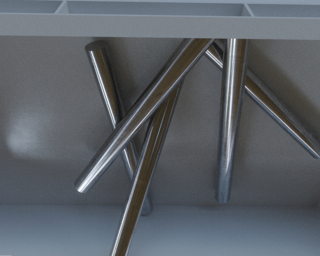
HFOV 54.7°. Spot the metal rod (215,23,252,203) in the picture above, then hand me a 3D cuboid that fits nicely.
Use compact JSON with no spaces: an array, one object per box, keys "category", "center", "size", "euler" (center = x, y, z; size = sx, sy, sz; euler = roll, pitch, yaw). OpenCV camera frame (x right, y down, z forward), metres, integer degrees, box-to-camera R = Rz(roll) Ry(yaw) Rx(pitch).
[{"category":"metal rod","center":[0.087,0.010,0.397],"size":[0.025,0.025,0.298],"euler":[-4,137,3]}]

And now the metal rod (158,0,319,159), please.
[{"category":"metal rod","center":[0.116,-0.045,0.371],"size":[0.301,0.025,0.025],"euler":[35,122,-27]}]

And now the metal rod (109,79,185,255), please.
[{"category":"metal rod","center":[-0.025,0.071,0.399],"size":[0.025,0.025,0.298],"euler":[14,107,-12]}]

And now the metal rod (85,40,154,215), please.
[{"category":"metal rod","center":[-0.046,0.024,0.428],"size":[0.025,0.025,0.298],"euler":[-7,130,5]}]

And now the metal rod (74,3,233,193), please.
[{"category":"metal rod","center":[-0.027,-0.012,0.363],"size":[0.025,0.025,0.298],"euler":[27,125,-21]}]
